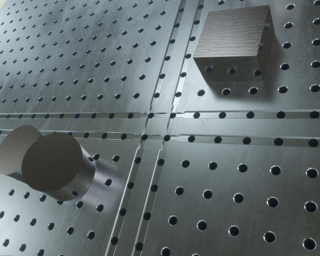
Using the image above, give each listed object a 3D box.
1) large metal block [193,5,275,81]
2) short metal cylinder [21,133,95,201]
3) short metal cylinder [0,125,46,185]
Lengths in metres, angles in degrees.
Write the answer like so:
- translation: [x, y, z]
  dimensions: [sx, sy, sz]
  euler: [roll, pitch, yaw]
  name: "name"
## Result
- translation: [0.099, -0.109, 0.407]
  dimensions: [0.080, 0.050, 0.080]
  euler: [6, 65, 31]
  name: "large metal block"
- translation: [-0.134, 0.053, 0.416]
  dimensions: [0.080, 0.050, 0.080]
  euler: [-3, 63, 7]
  name: "short metal cylinder"
- translation: [-0.200, 0.042, 0.471]
  dimensions: [0.080, 0.050, 0.080]
  euler: [-13, 56, 21]
  name: "short metal cylinder"
